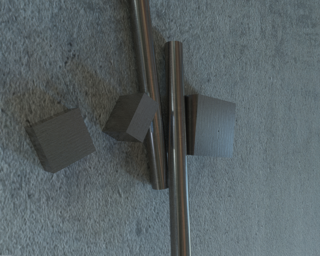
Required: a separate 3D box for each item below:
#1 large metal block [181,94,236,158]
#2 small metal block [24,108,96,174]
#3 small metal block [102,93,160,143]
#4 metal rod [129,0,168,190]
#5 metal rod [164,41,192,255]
[{"bbox_3d":[0.061,-0.001,0.442,0.081,0.050,0.080,8,85,-40],"label":"large metal block"},{"bbox_3d":[-0.102,0.012,0.321,0.050,0.025,0.050,-30,109,-36],"label":"small metal block"},{"bbox_3d":[-0.034,-0.012,0.361,0.025,0.050,0.050,36,68,-35],"label":"small metal block"},{"bbox_3d":[-0.016,-0.070,0.393,0.025,0.025,0.298,-12,98,-40],"label":"metal rod"},{"bbox_3d":[0.023,0.033,0.398,0.025,0.025,0.298,6,78,-40],"label":"metal rod"}]
